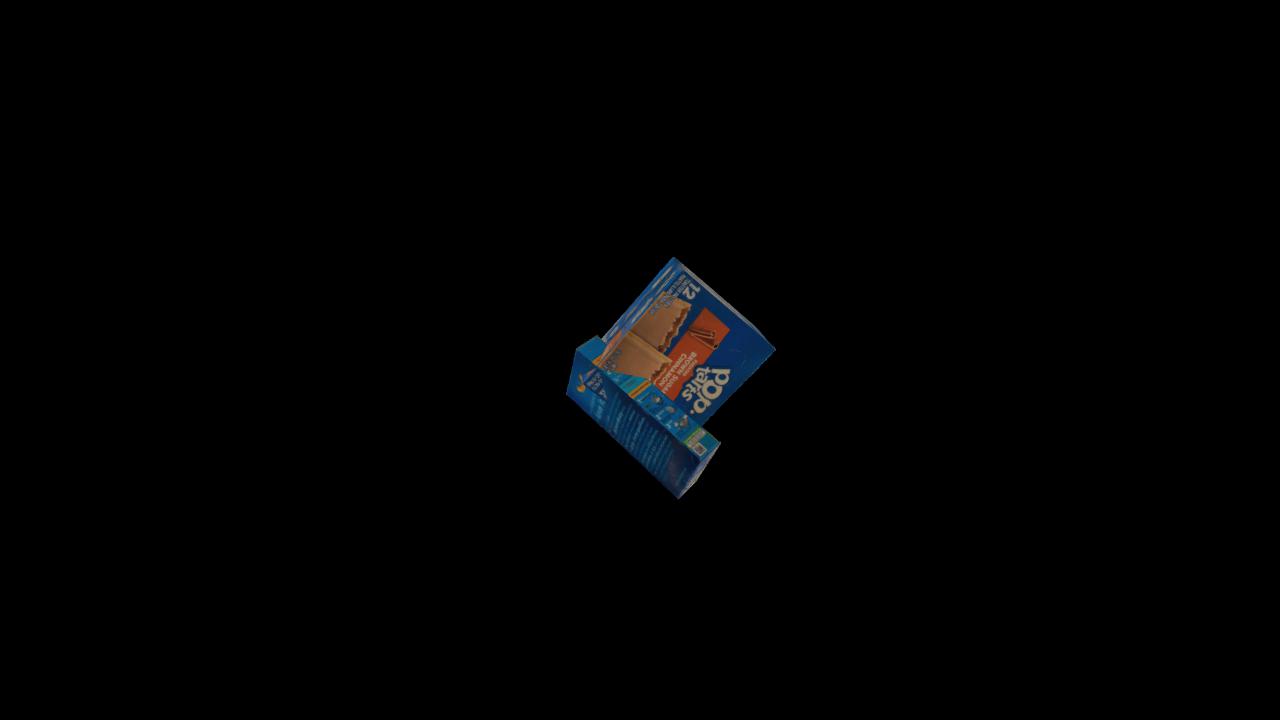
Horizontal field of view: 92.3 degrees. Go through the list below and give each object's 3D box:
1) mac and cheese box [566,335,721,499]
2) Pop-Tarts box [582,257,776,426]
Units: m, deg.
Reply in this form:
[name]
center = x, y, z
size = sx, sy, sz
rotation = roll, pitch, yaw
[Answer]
[mac and cheese box]
center = -0.002, 0.064, 0.685
size = 0.041, 0.184, 0.093
rotation = -37, -21, -34
[Pop-Tarts box]
center = 0.039, -0.005, 0.700
size = 0.141, 0.167, 0.083
rotation = 38, 14, -16
